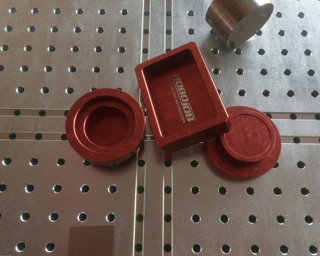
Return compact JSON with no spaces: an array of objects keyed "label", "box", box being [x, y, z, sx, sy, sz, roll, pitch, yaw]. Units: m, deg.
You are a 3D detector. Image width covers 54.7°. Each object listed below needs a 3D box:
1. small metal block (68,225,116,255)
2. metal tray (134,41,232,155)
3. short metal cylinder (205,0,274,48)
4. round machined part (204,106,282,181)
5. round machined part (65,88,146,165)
[{"label":"small metal block","box":[-0.078,0.140,0.359,0.050,0.025,0.050,-1,70,-1]},{"label":"metal tray","box":[0.026,-0.041,0.400,0.090,0.030,0.130,-22,61,9]},{"label":"short metal cylinder","box":[0.113,-0.162,0.443,0.080,0.080,0.050,-32,74,-11]},{"label":"round machined part","box":[0.108,0.016,0.398,0.099,0.042,0.098,0,70,0]},{"label":"round machined part","box":[-0.068,0.001,0.402,0.099,0.042,0.098,0,70,-1]}]
